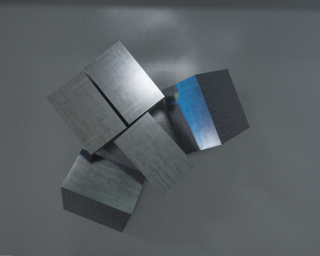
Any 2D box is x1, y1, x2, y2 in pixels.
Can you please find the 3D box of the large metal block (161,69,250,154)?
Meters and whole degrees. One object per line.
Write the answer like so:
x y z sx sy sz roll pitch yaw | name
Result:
0.058 -0.022 0.377 0.050 0.081 0.080 -21 90 40 | large metal block

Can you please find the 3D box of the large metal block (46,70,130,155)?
-0.081 -0.017 0.382 0.050 0.080 0.080 -38 90 0 | large metal block

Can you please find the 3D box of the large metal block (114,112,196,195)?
-0.006 0.028 0.382 0.050 0.080 0.080 -42 91 0 | large metal block

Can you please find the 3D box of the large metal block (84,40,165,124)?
-0.040 -0.051 0.382 0.050 0.080 0.080 -39 91 0 | large metal block

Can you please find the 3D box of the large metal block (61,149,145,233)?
-0.069 0.079 0.375 0.080 0.080 0.050 22 55 -1 | large metal block
